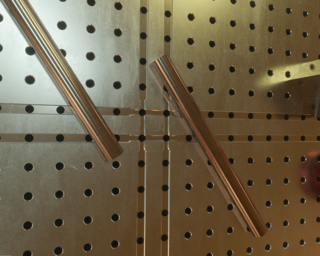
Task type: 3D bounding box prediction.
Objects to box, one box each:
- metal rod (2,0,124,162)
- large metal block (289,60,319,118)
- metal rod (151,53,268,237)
[{"bbox_3d":[-0.132,-0.091,0.364,0.025,0.025,0.299,-34,101,-17],"label":"metal rod"},{"bbox_3d":[0.268,-0.063,0.485,0.050,0.080,0.080,-42,104,-15],"label":"large metal block"},{"bbox_3d":[0.076,0.032,0.442,0.025,0.025,0.299,-35,102,-17],"label":"metal rod"}]
